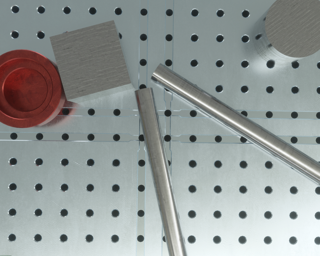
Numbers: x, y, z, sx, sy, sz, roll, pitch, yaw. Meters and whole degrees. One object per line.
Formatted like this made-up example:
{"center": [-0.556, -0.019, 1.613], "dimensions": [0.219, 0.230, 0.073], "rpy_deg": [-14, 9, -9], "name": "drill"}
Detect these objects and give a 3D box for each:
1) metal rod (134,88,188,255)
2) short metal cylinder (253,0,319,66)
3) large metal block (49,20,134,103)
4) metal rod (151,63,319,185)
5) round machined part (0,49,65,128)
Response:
{"center": [0.009, 0.095, 0.413], "dimensions": [0.025, 0.025, 0.298], "rpy_deg": [-12, 90, 0], "name": "metal rod"}
{"center": [0.168, -0.126, 0.403], "dimensions": [0.081, 0.050, 0.079], "rpy_deg": [0, 90, -1], "name": "short metal cylinder"}
{"center": [-0.084, -0.082, 0.400], "dimensions": [0.080, 0.050, 0.080], "rpy_deg": [-15, 90, -1], "name": "large metal block"}
{"center": [0.122, 0.004, 0.415], "dimensions": [0.301, 0.025, 0.025], "rpy_deg": [32, 90, -1], "name": "metal rod"}
{"center": [-0.171, -0.049, 0.403], "dimensions": [0.099, 0.042, 0.097], "rpy_deg": [0, 90, -1], "name": "round machined part"}
